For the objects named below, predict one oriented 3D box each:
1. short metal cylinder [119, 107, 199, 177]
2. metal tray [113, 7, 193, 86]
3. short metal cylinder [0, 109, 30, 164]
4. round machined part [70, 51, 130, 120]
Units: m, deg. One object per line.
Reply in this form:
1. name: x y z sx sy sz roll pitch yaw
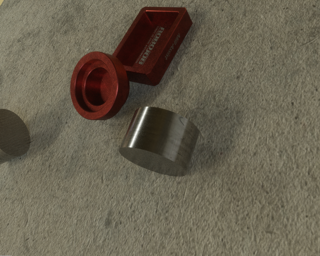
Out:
1. short metal cylinder: 0.000 0.017 0.358 0.080 0.080 0.050 7 65 31
2. metal tray: -0.016 -0.133 0.490 0.090 0.030 0.130 17 70 34
3. short metal cylinder: -0.257 0.016 0.494 0.050 0.080 0.080 -22 54 15
4. round machined part: -0.084 -0.060 0.456 0.098 0.042 0.097 0 90 35
